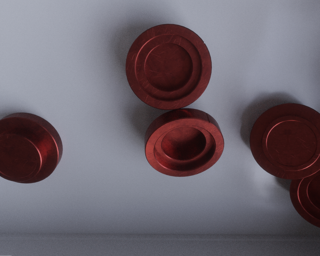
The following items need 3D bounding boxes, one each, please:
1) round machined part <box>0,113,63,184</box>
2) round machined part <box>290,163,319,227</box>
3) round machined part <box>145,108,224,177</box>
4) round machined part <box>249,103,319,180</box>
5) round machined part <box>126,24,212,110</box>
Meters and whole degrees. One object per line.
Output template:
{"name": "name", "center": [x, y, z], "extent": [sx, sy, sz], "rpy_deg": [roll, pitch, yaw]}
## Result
{"name": "round machined part", "center": [-0.185, 0.032, 0.412], "extent": [0.099, 0.042, 0.097], "rpy_deg": [0, 110, -1]}
{"name": "round machined part", "center": [0.233, 0.085, 0.422], "extent": [0.098, 0.042, 0.097], "rpy_deg": [9, 108, 30]}
{"name": "round machined part", "center": [0.029, 0.014, 0.398], "extent": [0.099, 0.042, 0.097], "rpy_deg": [-3, 128, -3]}
{"name": "round machined part", "center": [0.164, 0.017, 0.391], "extent": [0.098, 0.042, 0.097], "rpy_deg": [1, 94, 19]}
{"name": "round machined part", "center": [0.010, -0.074, 0.373], "extent": [0.099, 0.042, 0.097], "rpy_deg": [0, 106, 0]}
